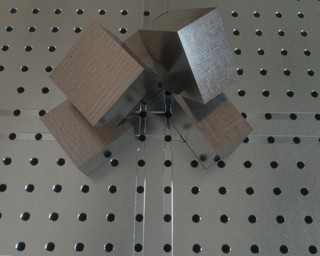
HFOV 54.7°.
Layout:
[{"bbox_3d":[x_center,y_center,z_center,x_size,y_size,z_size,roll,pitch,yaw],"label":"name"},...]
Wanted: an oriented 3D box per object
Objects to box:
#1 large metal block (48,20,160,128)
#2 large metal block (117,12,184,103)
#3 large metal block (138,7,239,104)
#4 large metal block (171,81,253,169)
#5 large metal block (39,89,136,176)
[{"bbox_3d":[-0.062,-0.057,0.349,0.080,0.050,0.080,46,101,14],"label":"large metal block"},{"bbox_3d":[-0.008,-0.091,0.414,0.080,0.080,0.050,-40,75,-13],"label":"large metal block"},{"bbox_3d":[0.030,-0.081,0.337,0.050,0.080,0.080,-36,32,-17],"label":"large metal block"},{"bbox_3d":[0.059,-0.003,0.383,0.050,0.080,0.080,-32,74,-11],"label":"large metal block"},{"bbox_3d":[-0.089,0.001,0.396,0.080,0.050,0.080,-38,75,-13],"label":"large metal block"}]
